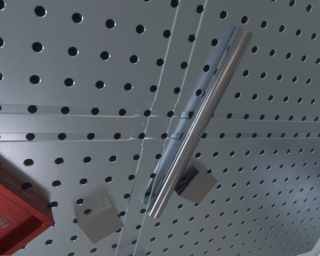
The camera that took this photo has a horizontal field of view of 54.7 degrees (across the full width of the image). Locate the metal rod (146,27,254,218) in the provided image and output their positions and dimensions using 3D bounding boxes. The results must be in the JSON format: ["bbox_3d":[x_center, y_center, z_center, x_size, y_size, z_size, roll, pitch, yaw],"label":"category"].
[{"bbox_3d":[0.049,0.005,0.440,0.025,0.025,0.298,12,112,-33],"label":"metal rod"}]

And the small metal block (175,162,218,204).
[{"bbox_3d":[0.056,0.089,0.497,0.050,0.025,0.050,30,102,-38],"label":"small metal block"}]

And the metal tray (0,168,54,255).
[{"bbox_3d":[-0.201,0.097,0.358,0.090,0.030,0.130,-37,129,-4],"label":"metal tray"}]

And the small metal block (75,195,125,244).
[{"bbox_3d":[-0.086,0.132,0.446,0.050,0.025,0.050,-29,128,-10],"label":"small metal block"}]
